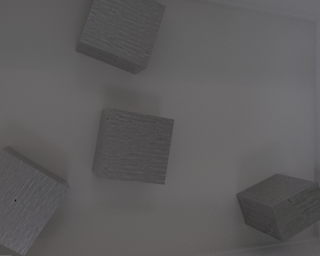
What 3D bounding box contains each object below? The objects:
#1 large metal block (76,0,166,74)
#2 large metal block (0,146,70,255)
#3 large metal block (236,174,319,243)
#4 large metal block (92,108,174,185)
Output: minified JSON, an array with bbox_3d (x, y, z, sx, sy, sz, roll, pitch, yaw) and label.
[{"bbox_3d":[-0.049,-0.121,0.379,0.081,0.050,0.080,19,84,-19],"label":"large metal block"},{"bbox_3d":[-0.158,0.076,0.339,0.080,0.050,0.080,36,78,-17],"label":"large metal block"},{"bbox_3d":[0.172,0.110,0.445,0.081,0.080,0.050,-21,97,-19],"label":"large metal block"},{"bbox_3d":[-0.034,0.023,0.384,0.081,0.050,0.080,10,87,-20],"label":"large metal block"}]
